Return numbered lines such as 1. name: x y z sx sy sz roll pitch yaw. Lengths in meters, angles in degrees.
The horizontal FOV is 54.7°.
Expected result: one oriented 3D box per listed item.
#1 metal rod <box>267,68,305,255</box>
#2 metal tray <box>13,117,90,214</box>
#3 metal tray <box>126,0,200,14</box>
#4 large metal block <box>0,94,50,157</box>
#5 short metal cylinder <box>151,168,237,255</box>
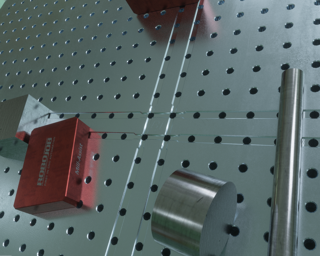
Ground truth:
1. metal rod: 0.122 0.069 0.301 0.025 0.025 0.300 0 62 28
2. metal tray: -0.156 0.053 0.454 0.090 0.030 0.130 -14 56 20
3. metal tray: -0.005 -0.244 0.518 0.130 0.090 0.030 0 62 28
4. large metal block: -0.243 -0.003 0.522 0.080 0.050 0.080 -11 57 22
5. short metal cylinder: 0.036 0.084 0.303 0.050 0.080 0.080 13 68 33
